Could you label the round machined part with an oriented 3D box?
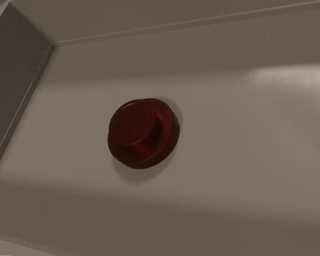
[{"bbox_3d":[-0.028,0.001,0.407,0.098,0.042,0.098,-13,56,20],"label":"round machined part"}]
